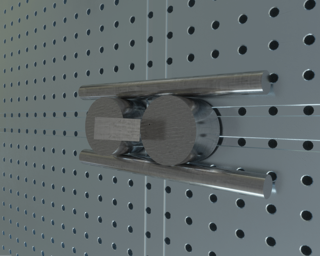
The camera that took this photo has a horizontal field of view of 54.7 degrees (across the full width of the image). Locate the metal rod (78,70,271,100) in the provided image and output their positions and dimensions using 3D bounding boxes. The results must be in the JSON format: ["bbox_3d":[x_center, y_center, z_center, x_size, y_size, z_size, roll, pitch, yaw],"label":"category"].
[{"bbox_3d":[-0.007,-0.052,0.411,0.300,0.025,0.025,3,92,39],"label":"metal rod"}]

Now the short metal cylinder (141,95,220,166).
[{"bbox_3d":[0.023,0.003,0.369,0.080,0.050,0.079,0,90,40],"label":"short metal cylinder"}]

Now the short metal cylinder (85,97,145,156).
[{"bbox_3d":[-0.060,-0.002,0.439,0.080,0.050,0.079,0,90,40],"label":"short metal cylinder"}]

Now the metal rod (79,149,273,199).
[{"bbox_3d":[-0.006,0.053,0.410,0.300,0.025,0.025,3,92,39],"label":"metal rod"}]

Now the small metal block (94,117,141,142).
[{"bbox_3d":[-0.049,0.001,0.368,0.050,0.050,0.025,3,92,-3],"label":"small metal block"}]
